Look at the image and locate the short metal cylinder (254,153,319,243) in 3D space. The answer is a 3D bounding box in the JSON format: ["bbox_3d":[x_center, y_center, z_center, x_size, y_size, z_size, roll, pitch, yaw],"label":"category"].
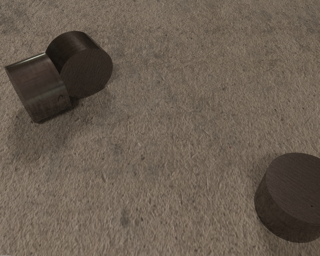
[{"bbox_3d":[0.146,0.073,0.328,0.081,0.050,0.080,0,50,0],"label":"short metal cylinder"}]

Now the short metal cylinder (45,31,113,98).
[{"bbox_3d":[-0.115,-0.090,0.442,0.081,0.080,0.050,-29,56,-22],"label":"short metal cylinder"}]

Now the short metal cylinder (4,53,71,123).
[{"bbox_3d":[-0.161,-0.053,0.410,0.050,0.080,0.080,-29,56,-22],"label":"short metal cylinder"}]
